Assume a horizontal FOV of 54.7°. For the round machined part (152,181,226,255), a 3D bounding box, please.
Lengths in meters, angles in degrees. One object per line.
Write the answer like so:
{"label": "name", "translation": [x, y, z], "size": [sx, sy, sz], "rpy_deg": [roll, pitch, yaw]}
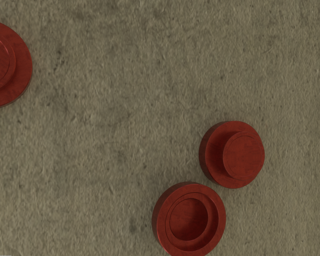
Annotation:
{"label": "round machined part", "translation": [0.035, 0.120, 0.414], "size": [0.099, 0.042, 0.097], "rpy_deg": [0, 90, -21]}

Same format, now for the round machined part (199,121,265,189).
{"label": "round machined part", "translation": [0.109, 0.038, 0.442], "size": [0.099, 0.042, 0.097], "rpy_deg": [0, 90, -21]}

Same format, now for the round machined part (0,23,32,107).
{"label": "round machined part", "translation": [-0.190, -0.069, 0.330], "size": [0.099, 0.042, 0.097], "rpy_deg": [0, 90, -21]}
